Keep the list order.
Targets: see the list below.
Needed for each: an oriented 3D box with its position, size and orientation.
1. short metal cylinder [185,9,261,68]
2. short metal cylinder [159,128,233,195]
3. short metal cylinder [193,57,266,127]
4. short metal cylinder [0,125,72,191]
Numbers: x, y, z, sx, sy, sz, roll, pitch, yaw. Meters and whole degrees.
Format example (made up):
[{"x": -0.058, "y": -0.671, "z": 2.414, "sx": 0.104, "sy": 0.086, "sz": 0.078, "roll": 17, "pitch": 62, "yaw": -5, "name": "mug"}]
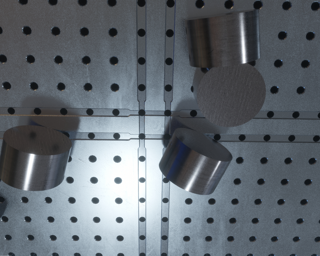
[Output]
[{"x": 0.070, "y": -0.101, "z": 0.348, "sx": 0.080, "sy": 0.080, "sz": 0.050, "roll": -8, "pitch": 110, "yaw": 2, "name": "short metal cylinder"}, {"x": 0.045, "y": 0.041, "z": 0.400, "sx": 0.080, "sy": 0.080, "sz": 0.050, "roll": 22, "pitch": 109, "yaw": -8, "name": "short metal cylinder"}, {"x": 0.083, "y": -0.047, "z": 0.384, "sx": 0.081, "sy": 0.050, "sz": 0.079, "roll": 0, "pitch": 110, "yaw": -1, "name": "short metal cylinder"}, {"x": -0.159, "y": 0.036, "z": 0.395, "sx": 0.080, "sy": 0.080, "sz": 0.050, "roll": 16, "pitch": 109, "yaw": -6, "name": "short metal cylinder"}]
